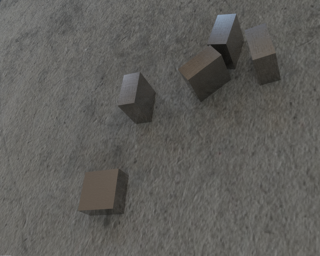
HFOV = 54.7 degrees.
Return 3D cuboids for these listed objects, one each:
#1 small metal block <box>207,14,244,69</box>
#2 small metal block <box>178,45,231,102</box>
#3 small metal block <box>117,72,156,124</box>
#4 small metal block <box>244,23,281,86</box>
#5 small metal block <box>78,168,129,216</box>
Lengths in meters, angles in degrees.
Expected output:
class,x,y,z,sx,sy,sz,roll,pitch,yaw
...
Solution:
class,x,y,z,sx,sy,sz,roll,pitch,yaw
small metal block,0.088,-0.114,0.410,0.025,0.050,0.050,8,66,31
small metal block,0.058,-0.069,0.399,0.050,0.050,0.025,-37,51,3
small metal block,-0.031,-0.041,0.427,0.025,0.050,0.050,-7,59,24
small metal block,0.125,-0.089,0.376,0.025,0.050,0.050,-16,56,19
small metal block,-0.070,0.081,0.389,0.050,0.025,0.050,-9,58,23
